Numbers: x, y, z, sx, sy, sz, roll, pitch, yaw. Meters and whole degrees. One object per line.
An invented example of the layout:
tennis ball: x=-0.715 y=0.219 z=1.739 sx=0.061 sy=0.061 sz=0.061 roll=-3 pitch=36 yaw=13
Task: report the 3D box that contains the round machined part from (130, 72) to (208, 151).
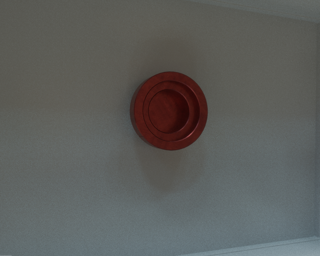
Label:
round machined part: x=0.008 y=-0.021 z=0.401 sx=0.099 sy=0.042 sz=0.097 roll=0 pitch=90 yaw=-20
